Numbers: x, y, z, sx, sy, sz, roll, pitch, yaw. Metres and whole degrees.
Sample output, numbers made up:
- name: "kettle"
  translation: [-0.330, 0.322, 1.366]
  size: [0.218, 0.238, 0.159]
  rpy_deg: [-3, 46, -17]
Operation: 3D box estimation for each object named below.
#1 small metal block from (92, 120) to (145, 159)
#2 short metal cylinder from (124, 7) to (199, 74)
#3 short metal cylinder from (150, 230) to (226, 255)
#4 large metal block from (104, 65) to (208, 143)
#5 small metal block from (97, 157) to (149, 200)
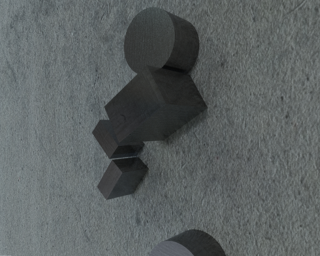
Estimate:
- name: "small metal block"
  translation: [-0.058, 0.015, 0.434]
  size: [0.050, 0.050, 0.025]
  rpy_deg: [51, 120, 27]
- name: "short metal cylinder"
  translation: [0.001, -0.102, 0.386]
  size: [0.080, 0.050, 0.079]
  rpy_deg: [0, 90, 39]
- name: "short metal cylinder"
  translation: [0.032, 0.165, 0.360]
  size: [0.080, 0.050, 0.079]
  rpy_deg: [0, 90, 39]
- name: "large metal block"
  translation: [-0.005, -0.025, 0.371]
  size: [0.080, 0.081, 0.050]
  rpy_deg: [-38, 67, 33]
- name: "small metal block"
  translation: [-0.051, 0.069, 0.429]
  size: [0.025, 0.050, 0.050]
  rpy_deg: [45, 117, 30]
